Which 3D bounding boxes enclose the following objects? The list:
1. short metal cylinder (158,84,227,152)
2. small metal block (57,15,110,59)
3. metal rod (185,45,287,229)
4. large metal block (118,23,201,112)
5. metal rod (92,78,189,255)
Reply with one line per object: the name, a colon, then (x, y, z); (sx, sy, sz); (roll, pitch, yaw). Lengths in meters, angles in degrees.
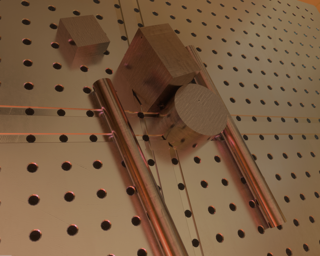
short metal cylinder: (0.044, -0.014, 0.426); (0.081, 0.050, 0.080); (14, 56, -21)
small metal block: (-0.106, -0.127, 0.430); (0.050, 0.025, 0.050); (-23, 74, -37)
metal rod: (0.102, 0.001, 0.464); (0.025, 0.025, 0.299); (-11, 67, -33)
large metal block: (-0.004, -0.081, 0.422); (0.050, 0.080, 0.080); (-23, 75, -37)
metal rod: (-0.015, 0.071, 0.358); (0.025, 0.025, 0.299); (-13, 69, -34)
